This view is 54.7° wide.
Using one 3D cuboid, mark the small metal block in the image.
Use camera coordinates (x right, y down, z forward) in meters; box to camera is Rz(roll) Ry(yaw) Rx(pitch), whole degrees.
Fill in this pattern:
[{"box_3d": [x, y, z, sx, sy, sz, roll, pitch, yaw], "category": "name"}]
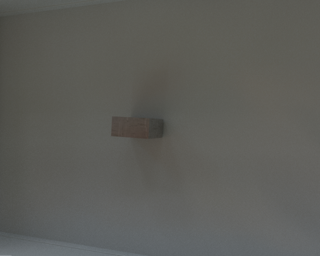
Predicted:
[{"box_3d": [-0.028, -0.001, 0.403, 0.050, 0.050, 0.025, 3, 91, 19], "category": "small metal block"}]
